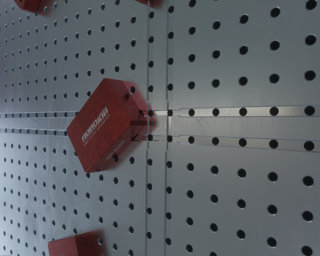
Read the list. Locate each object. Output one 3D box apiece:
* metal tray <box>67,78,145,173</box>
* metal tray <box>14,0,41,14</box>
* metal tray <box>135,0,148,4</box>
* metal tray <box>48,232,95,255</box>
[{"bbox_3d":[-0.089,-0.002,0.481,0.129,0.030,0.090,-46,63,30],"label":"metal tray"},{"bbox_3d":[-0.281,-0.310,0.640,0.130,0.030,0.090,48,119,29],"label":"metal tray"},{"bbox_3d":[-0.027,-0.253,0.429,0.090,0.030,0.129,44,116,31],"label":"metal tray"},{"bbox_3d":[-0.144,0.252,0.527,0.090,0.030,0.130,-24,75,37],"label":"metal tray"}]
